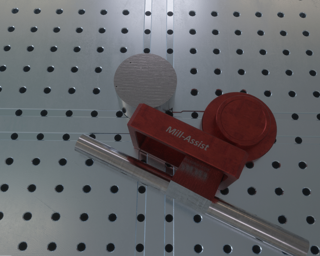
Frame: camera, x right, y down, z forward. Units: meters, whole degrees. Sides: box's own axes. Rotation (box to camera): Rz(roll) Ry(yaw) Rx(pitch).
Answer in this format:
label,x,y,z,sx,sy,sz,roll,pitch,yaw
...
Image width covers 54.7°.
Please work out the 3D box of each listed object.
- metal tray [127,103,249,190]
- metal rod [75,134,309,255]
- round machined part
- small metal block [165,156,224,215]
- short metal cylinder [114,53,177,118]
label,x,y,z,sx,sy,sz,roll,pitch,yaw
metal tray,0.029,0.026,0.368,0.130,0.090,0.030,26,72,9
metal rod,0.032,0.081,0.382,0.301,0.025,0.025,24,72,8
round machined part,0.104,-0.004,0.405,0.099,0.042,0.098,0,70,0
small metal block,0.042,0.065,0.364,0.050,0.025,0.050,27,40,11
short metal cylinder,-0.019,-0.053,0.417,0.081,0.050,0.080,1,70,-1
